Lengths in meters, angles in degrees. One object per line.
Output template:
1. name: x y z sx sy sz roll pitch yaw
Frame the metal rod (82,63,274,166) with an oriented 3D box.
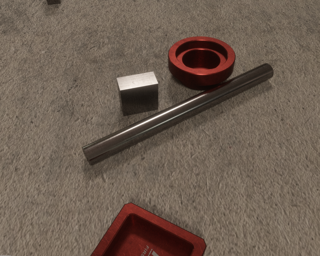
1. metal rod: 0.039 -0.027 0.426 0.302 0.025 0.025 -26 55 -21

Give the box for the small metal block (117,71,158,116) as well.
1. small metal block: -0.030 -0.046 0.426 0.050 0.050 0.025 -12 51 -10

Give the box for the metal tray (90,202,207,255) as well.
1. metal tray: -0.025 0.143 0.278 0.090 0.030 0.130 23 53 17

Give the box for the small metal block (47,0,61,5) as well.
1. small metal block: -0.220 -0.285 0.624 0.025 0.050 0.050 -10 51 -9

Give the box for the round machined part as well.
1. round machined part: 0.062 -0.095 0.471 0.099 0.042 0.098 -1 47 1
